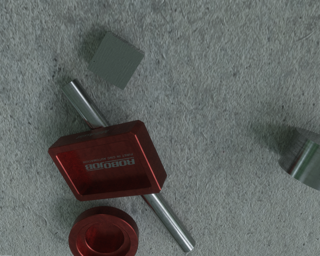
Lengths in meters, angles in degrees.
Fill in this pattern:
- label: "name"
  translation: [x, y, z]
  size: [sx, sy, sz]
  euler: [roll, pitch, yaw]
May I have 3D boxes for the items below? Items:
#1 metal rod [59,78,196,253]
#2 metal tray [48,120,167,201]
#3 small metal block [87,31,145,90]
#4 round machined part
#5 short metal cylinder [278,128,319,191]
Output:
- label: "metal rod"
  translation: [-0.036, 0.063, 0.432]
  size: [0.025, 0.025, 0.299]
  euler: [-31, 108, 10]
- label: "metal tray"
  translation: [-0.067, 0.046, 0.397]
  size: [0.130, 0.030, 0.090]
  euler: [-12, 115, 24]
- label: "small metal block"
  translation: [-0.053, -0.083, 0.379]
  size: [0.050, 0.025, 0.050]
  euler: [31, 107, -11]
- label: "round machined part"
  translation: [-0.080, 0.156, 0.457]
  size: [0.099, 0.042, 0.097]
  euler: [0, 110, -1]
- label: "short metal cylinder"
  translation: [0.202, 0.041, 0.398]
  size: [0.080, 0.080, 0.050]
  euler: [19, 109, -8]
